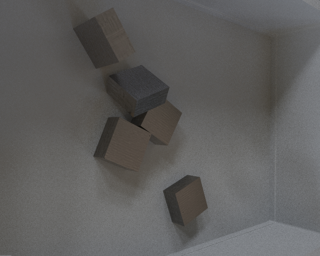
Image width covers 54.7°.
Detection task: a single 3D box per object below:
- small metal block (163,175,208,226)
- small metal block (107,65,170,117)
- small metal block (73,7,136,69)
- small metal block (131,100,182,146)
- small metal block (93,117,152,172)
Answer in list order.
[{"bbox_3d":[0.037,0.101,0.438,0.050,0.025,0.050,-26,106,-37],"label":"small metal block"},{"bbox_3d":[-0.026,-0.045,0.365,0.050,0.050,0.025,-27,148,-37],"label":"small metal block"},{"bbox_3d":[-0.061,-0.096,0.339,0.025,0.050,0.050,-42,116,-32],"label":"small metal block"},{"bbox_3d":[-0.005,-0.011,0.402,0.050,0.025,0.050,38,67,-34],"label":"small metal block"},{"bbox_3d":[-0.044,0.020,0.370,0.050,0.025,0.050,29,72,-36],"label":"small metal block"}]
